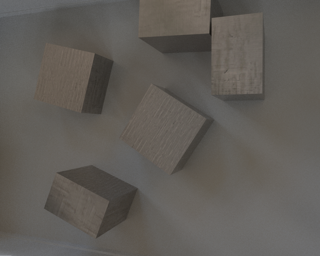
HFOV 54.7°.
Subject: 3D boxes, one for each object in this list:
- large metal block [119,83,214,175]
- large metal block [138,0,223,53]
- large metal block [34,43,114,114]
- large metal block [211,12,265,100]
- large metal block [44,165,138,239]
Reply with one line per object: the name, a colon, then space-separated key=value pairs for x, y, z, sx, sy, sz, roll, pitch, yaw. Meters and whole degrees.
large metal block: x=0.009 y=0.001 z=0.394 sx=0.080 sy=0.050 sz=0.080 roll=35 pitch=101 yaw=16
large metal block: x=0.028 y=-0.125 z=0.371 sx=0.080 sy=0.080 sz=0.050 roll=3 pitch=91 yaw=20
large metal block: x=-0.122 y=-0.069 z=0.440 sx=0.080 sy=0.050 sz=0.080 roll=16 pitch=95 yaw=19
large metal block: x=0.091 y=-0.074 z=0.349 sx=0.050 sy=0.080 sz=0.080 roll=0 pitch=90 yaw=20
large metal block: x=-0.089 y=0.093 z=0.413 sx=0.080 sy=0.080 sz=0.050 roll=23 pitch=98 yaw=18
